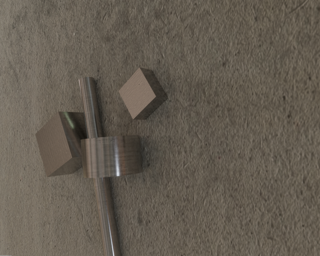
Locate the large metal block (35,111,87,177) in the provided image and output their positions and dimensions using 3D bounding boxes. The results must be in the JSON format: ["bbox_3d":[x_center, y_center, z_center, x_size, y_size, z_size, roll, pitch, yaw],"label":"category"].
[{"bbox_3d":[-0.157,0.027,0.519,0.080,0.050,0.080,-34,69,35],"label":"large metal block"}]

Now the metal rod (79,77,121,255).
[{"bbox_3d":[-0.093,0.067,0.481,0.025,0.025,0.298,-17,79,39],"label":"metal rod"}]

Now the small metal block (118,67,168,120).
[{"bbox_3d":[-0.024,-0.046,0.425,0.050,0.025,0.050,-43,64,31],"label":"small metal block"}]

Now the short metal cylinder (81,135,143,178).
[{"bbox_3d":[-0.065,0.038,0.423,0.080,0.081,0.050,-8,85,40],"label":"short metal cylinder"}]
